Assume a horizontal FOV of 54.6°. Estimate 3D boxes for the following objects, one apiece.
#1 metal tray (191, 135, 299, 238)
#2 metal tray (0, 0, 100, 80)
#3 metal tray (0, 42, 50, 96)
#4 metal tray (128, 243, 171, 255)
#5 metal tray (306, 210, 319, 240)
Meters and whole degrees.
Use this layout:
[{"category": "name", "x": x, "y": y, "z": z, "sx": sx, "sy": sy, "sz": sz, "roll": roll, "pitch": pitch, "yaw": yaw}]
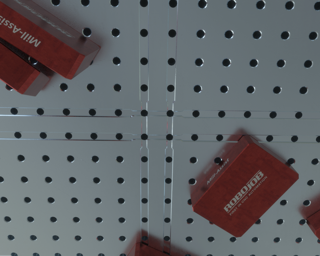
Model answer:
[{"category": "metal tray", "x": 0.117, "y": 0.085, "z": 0.443, "sx": 0.090, "sy": 0.030, "sz": 0.130, "roll": 34, "pitch": 106, "yaw": -12}, {"category": "metal tray", "x": -0.136, "y": -0.108, "z": 0.337, "sx": 0.130, "sy": 0.090, "sz": 0.030, "roll": 33, "pitch": 107, "yaw": -11}, {"category": "metal tray", "x": -0.191, "y": -0.087, "z": 0.342, "sx": 0.130, "sy": 0.090, "sz": 0.030, "roll": 38, "pitch": 85, "yaw": -13}, {"category": "metal tray", "x": -0.001, "y": 0.251, "z": 0.502, "sx": 0.131, "sy": 0.030, "sz": 0.090, "roll": 27, "pitch": 108, "yaw": -10}, {"category": "metal tray", "x": 0.301, "y": 0.165, "z": 0.473, "sx": 0.090, "sy": 0.030, "sz": 0.130, "roll": -40, "pitch": 106, "yaw": 13}]
